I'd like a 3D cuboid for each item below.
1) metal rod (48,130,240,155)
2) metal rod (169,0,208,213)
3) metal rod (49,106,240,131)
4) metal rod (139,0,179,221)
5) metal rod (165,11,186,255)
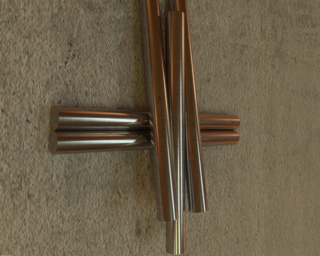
[{"bbox_3d":[0.006,0.015,0.414,0.302,0.025,0.025,0,90,-40],"label":"metal rod"},{"bbox_3d":[0.036,-0.042,0.411,0.025,0.025,0.298,0,82,-40],"label":"metal rod"},{"bbox_3d":[0.007,-0.010,0.415,0.302,0.025,0.025,0,90,-40],"label":"metal rod"},{"bbox_3d":[-0.003,-0.041,0.378,0.025,0.025,0.298,0,82,-40],"label":"metal rod"},{"bbox_3d":[0.019,0.006,0.391,0.025,0.025,0.298,0,90,-40],"label":"metal rod"}]
